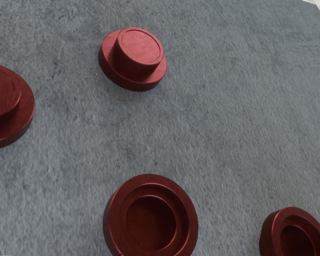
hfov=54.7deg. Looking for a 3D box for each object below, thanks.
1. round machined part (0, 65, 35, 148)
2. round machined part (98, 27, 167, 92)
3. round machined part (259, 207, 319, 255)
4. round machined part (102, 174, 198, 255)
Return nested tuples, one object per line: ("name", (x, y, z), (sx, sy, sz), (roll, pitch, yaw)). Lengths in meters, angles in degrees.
("round machined part", (-0.180, -0.029, 0.314), (0.099, 0.042, 0.098), (14, 56, -21))
("round machined part", (-0.034, -0.103, 0.439), (0.099, 0.042, 0.098), (14, 56, -21))
("round machined part", (0.166, 0.153, 0.391), (0.099, 0.042, 0.098), (14, 56, -21))
("round machined part", (-0.013, 0.102, 0.325), (0.099, 0.042, 0.098), (14, 56, -21))
